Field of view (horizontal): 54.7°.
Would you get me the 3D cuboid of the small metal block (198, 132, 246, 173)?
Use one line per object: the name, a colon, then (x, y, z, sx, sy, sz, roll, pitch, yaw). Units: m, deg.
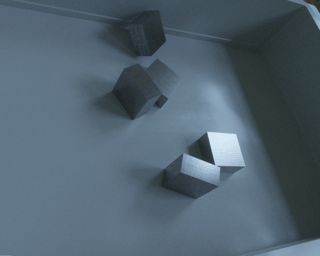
small metal block: (0.085, 0.035, 0.433, 0.050, 0.025, 0.050, 5, 60, -26)

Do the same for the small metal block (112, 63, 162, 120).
small metal block: (-0.031, -0.046, 0.402, 0.025, 0.050, 0.050, -30, 79, -38)

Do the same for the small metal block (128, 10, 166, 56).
small metal block: (-0.018, -0.143, 0.466, 0.025, 0.050, 0.050, 9, 44, 30)

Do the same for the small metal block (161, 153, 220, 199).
small metal block: (0.037, 0.060, 0.375, 0.050, 0.050, 0.025, 22, 54, -15)

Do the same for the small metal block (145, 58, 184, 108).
small metal block: (-0.001, -0.065, 0.446, 0.050, 0.025, 0.050, 39, 51, -2)
